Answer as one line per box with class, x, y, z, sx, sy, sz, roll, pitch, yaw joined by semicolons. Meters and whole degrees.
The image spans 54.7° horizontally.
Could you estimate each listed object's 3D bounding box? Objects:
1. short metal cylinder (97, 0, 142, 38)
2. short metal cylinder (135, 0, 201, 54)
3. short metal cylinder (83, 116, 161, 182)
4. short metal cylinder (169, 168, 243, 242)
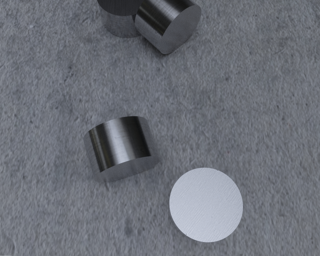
short metal cylinder;-0.050;-0.182;0.461;0.081;0.050;0.080;0;70;0
short metal cylinder;0.012;-0.152;0.435;0.080;0.080;0.050;-41;76;-14
short metal cylinder;-0.045;0.027;0.369;0.081;0.080;0.050;-18;71;-7
short metal cylinder;0.050;0.091;0.362;0.081;0.050;0.080;0;70;0
